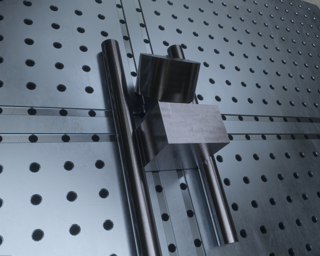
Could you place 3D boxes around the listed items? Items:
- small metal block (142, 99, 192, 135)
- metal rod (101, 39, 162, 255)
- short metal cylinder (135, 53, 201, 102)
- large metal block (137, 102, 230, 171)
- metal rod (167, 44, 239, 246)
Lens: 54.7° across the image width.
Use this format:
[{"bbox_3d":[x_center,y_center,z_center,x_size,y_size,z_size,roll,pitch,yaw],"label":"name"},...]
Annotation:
[{"bbox_3d":[0.011,-0.013,0.406,0.050,0.050,0.025,2,61,-28],"label":"small metal block"},{"bbox_3d":[-0.039,0.013,0.378,0.025,0.025,0.299,1,61,-28],"label":"metal rod"},{"bbox_3d":[0.010,-0.068,0.411,0.081,0.050,0.080,9,15,-2],"label":"short metal cylinder"},{"bbox_3d":[0.022,0.013,0.374,0.081,0.080,0.050,1,62,-28],"label":"large metal block"},{"bbox_3d":[0.053,0.006,0.432,0.025,0.025,0.299,2,61,-27],"label":"metal rod"}]
